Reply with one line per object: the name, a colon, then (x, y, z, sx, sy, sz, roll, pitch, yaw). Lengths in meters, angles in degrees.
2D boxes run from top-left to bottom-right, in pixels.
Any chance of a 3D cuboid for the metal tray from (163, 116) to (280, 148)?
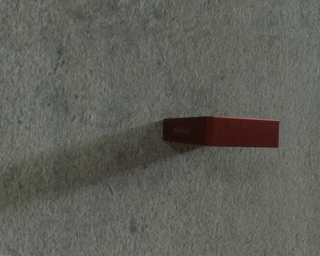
metal tray: (0.067, 0.004, 0.379, 0.091, 0.130, 0.030, 2, 90, -20)
